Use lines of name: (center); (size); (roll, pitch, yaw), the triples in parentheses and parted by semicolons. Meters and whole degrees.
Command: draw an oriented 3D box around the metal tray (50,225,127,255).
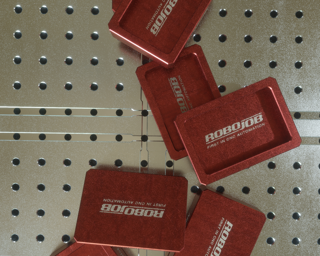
metal tray: (-0.080, 0.204, 0.410); (0.090, 0.030, 0.130); (-35, 90, 0)

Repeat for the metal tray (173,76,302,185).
metal tray: (0.092, 0.003, 0.380); (0.130, 0.030, 0.090); (-23, 90, 0)

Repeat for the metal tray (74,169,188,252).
metal tray: (-0.033, 0.104, 0.392); (0.131, 0.030, 0.090); (5, 67, 1)

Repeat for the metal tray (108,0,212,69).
metal tray: (0.008, -0.151, 0.380); (0.090, 0.030, 0.130); (31, 90, 0)

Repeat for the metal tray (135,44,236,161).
metal tray: (0.033, -0.033, 0.410); (0.090, 0.030, 0.130); (-22, 90, 0)

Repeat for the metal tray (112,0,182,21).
metal tray: (-0.016, -0.212, 0.411); (0.090, 0.030, 0.129); (0, 90, 0)

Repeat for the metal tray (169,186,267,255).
metal tray: (0.071, 0.153, 0.411); (0.090, 0.030, 0.130); (24, 90, 0)
